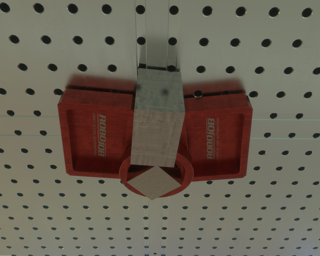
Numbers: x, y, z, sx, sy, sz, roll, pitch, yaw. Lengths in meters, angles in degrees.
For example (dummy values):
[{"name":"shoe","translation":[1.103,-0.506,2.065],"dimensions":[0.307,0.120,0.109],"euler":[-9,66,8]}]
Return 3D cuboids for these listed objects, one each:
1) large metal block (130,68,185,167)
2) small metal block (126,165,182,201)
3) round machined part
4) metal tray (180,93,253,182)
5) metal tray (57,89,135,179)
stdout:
[{"name":"large metal block","translation":[-0.005,-0.012,0.360],"dimensions":[0.050,0.080,0.079],"euler":[5,130,-4]},{"name":"small metal block","translation":[-0.007,0.063,0.405],"dimensions":[0.050,0.025,0.050],"euler":[-32,124,24]},{"name":"round machined part","translation":[-0.004,0.049,0.425],"dimensions":[0.099,0.042,0.097],"euler":[0,130,0]},{"name":"metal tray","translation":[0.072,0.018,0.419],"dimensions":[0.091,0.030,0.129],"euler":[-5,130,4]},{"name":"metal tray","translation":[-0.081,0.013,0.413],"dimensions":[0.091,0.030,0.129],"euler":[5,130,-4]}]
